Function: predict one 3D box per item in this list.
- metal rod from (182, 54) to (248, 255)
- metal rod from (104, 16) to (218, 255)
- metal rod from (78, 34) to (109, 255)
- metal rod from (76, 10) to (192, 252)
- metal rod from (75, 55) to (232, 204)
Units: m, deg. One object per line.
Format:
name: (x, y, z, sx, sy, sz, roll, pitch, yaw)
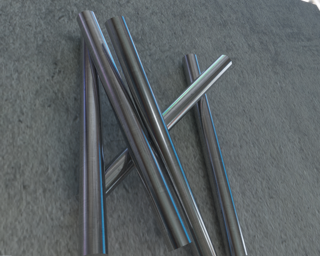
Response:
metal rod: (0.069, 0.020, 0.430, 0.025, 0.025, 0.299, 5, 59, -26)
metal rod: (0.001, 0.015, 0.352, 0.025, 0.025, 0.299, -19, 85, -35)
metal rod: (-0.078, -0.011, 0.348, 0.025, 0.025, 0.299, 8, 52, -24)
metal rod: (-0.038, -0.014, 0.350, 0.025, 0.025, 0.299, -11, 67, -33)
metal rod: (0.011, -0.012, 0.398, 0.025, 0.025, 0.301, 44, 57, 1)
